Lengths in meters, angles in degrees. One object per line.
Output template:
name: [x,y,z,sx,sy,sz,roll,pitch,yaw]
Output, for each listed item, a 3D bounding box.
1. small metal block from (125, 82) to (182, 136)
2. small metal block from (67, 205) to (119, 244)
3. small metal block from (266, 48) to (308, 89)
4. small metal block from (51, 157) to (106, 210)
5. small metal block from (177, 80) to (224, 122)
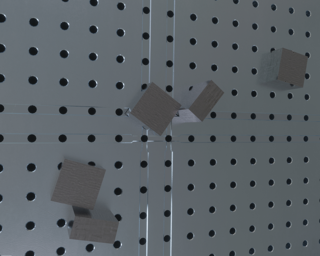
small metal block: [-0.009,-0.024,0.409,0.050,0.025,0.050,37,78,-16]
small metal block: [-0.081,0.114,0.369,0.050,0.050,0.025,15,85,-20]
small metal block: [0.199,-0.092,0.485,0.050,0.025,0.050,12,86,-20]
small metal block: [-0.099,0.067,0.376,0.050,0.025,0.050,19,84,-19]
small metal block: [0.051,-0.035,0.418,0.025,0.050,0.050,42,77,-15]
